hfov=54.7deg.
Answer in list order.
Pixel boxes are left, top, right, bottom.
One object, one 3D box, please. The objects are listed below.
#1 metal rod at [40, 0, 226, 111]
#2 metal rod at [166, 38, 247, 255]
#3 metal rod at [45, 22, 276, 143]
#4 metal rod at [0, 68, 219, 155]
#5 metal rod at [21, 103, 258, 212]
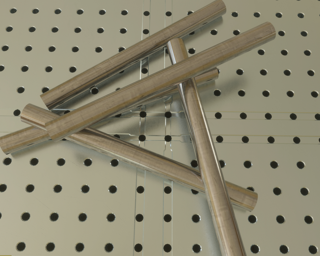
[{"bbox_3d":[-0.031,-0.111,0.451,0.301,0.025,0.025,-32,73,-11],"label":"metal rod"},{"bbox_3d":[0.052,0.019,0.373,0.025,0.025,0.299,-11,68,-4],"label":"metal rod"},{"bbox_3d":[0.008,-0.060,0.378,0.302,0.025,0.025,-26,72,-8],"label":"metal rod"},{"bbox_3d":[-0.062,-0.029,0.421,0.302,0.025,0.025,-21,72,-8],"label":"metal rod"},{"bbox_3d":[-0.026,0.036,0.383,0.301,0.025,0.025,21,71,1],"label":"metal rod"}]
